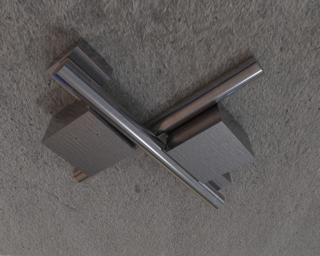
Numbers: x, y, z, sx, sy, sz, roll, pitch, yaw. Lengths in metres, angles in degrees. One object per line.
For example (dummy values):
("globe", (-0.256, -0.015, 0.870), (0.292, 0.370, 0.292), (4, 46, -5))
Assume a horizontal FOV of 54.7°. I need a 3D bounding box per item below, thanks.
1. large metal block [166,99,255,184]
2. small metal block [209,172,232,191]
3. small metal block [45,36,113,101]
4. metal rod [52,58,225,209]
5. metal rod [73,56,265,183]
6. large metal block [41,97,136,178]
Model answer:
("large metal block", (0.065, 0.019, 0.409), (0.080, 0.050, 0.080), (-32, 124, 24))
("small metal block", (0.072, 0.074, 0.474), (0.050, 0.025, 0.050), (-36, 122, 26))
("small metal block", (-0.090, -0.066, 0.352), (0.050, 0.025, 0.050), (-30, 124, 23))
("metal rod", (-0.008, 0.024, 0.396), (0.025, 0.025, 0.300), (-32, 124, 24))
("metal rod", (-0.005, 0.000, 0.410), (0.300, 0.025, 0.025), (-32, 124, 24))
("large metal block", (-0.086, 0.007, 0.395), (0.080, 0.050, 0.080), (-30, 124, 23))
